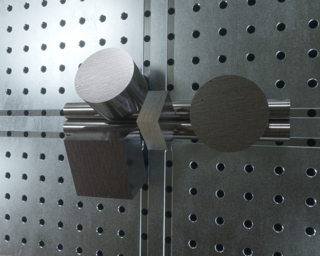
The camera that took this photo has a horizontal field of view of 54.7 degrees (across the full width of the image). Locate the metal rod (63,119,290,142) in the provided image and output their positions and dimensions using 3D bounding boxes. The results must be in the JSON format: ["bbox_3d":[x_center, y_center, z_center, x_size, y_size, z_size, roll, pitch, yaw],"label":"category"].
[{"bbox_3d":[0.007,0.002,0.406,0.301,0.025,0.025,1,90,19],"label":"metal rod"}]

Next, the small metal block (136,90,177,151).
[{"bbox_3d":[-0.002,-0.009,0.366,0.025,0.050,0.050,1,48,20],"label":"small metal block"}]

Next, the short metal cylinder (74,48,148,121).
[{"bbox_3d":[-0.062,-0.056,0.402,0.080,0.050,0.080,-7,64,16],"label":"short metal cylinder"}]

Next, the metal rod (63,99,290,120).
[{"bbox_3d":[0.007,-0.023,0.406,0.301,0.025,0.025,1,90,19],"label":"metal rod"}]

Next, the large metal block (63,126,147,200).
[{"bbox_3d":[-0.069,0.043,0.405,0.080,0.050,0.079,-1,110,20],"label":"large metal block"}]

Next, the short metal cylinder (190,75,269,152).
[{"bbox_3d":[0.078,-0.015,0.341,0.080,0.050,0.079,0,90,20],"label":"short metal cylinder"}]
